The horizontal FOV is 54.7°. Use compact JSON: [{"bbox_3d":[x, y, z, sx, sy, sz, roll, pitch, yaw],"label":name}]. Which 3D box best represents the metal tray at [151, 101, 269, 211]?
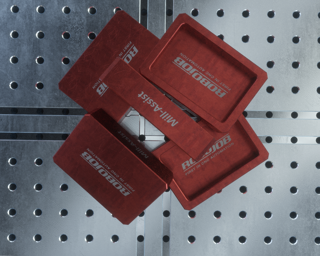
[{"bbox_3d":[0.063,0.035,0.410,0.130,0.030,0.090,-34,90,-1],"label":"metal tray"}]

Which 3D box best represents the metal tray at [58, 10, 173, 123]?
[{"bbox_3d":[-0.057,-0.076,0.409,0.090,0.030,0.130,39,90,-1],"label":"metal tray"}]

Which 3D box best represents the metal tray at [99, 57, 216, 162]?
[{"bbox_3d":[-0.002,-0.019,0.350,0.130,0.090,0.030,41,90,-1],"label":"metal tray"}]

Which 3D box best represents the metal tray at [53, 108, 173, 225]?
[{"bbox_3d":[-0.060,0.050,0.391,0.130,0.030,0.090,42,115,-1],"label":"metal tray"}]

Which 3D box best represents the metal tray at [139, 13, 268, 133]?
[{"bbox_3d":[0.052,-0.065,0.381,0.130,0.030,0.090,36,90,-1],"label":"metal tray"}]
